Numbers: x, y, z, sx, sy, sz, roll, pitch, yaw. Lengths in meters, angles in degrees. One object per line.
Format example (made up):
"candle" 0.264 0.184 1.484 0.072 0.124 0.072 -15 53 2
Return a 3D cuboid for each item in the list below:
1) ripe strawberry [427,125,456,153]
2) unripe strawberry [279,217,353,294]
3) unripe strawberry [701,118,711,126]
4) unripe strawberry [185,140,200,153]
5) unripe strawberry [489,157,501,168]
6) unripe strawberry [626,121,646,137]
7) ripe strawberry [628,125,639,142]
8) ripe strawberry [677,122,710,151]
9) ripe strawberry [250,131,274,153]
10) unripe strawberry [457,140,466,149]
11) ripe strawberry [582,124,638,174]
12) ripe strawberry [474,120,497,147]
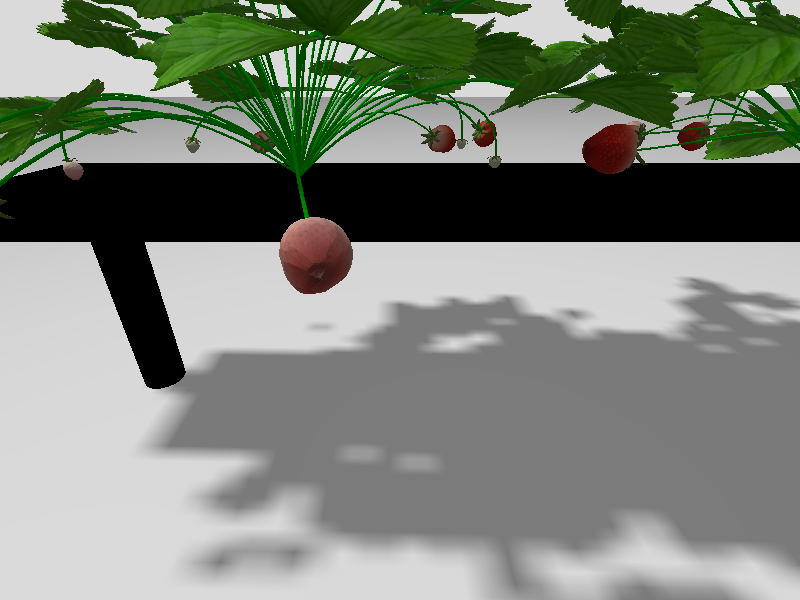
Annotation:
"ripe strawberry" 0.048 -0.177 0.441 0.033 0.028 0.033 -9 27 -43
"unripe strawberry" -0.030 -0.015 0.145 0.027 0.028 0.029 -7 30 -12
"unripe strawberry" 0.413 -0.239 0.540 0.011 0.011 0.011 5 29 10
"unripe strawberry" -0.236 -0.175 0.455 0.015 0.015 0.014 43 45 21
"unripe strawberry" 0.079 -0.115 0.334 0.010 0.010 0.009 0 28 1
"unripe strawberry" 0.292 -0.211 0.505 0.031 0.028 0.028 -10 29 -18
"ripe strawberry" 0.251 -0.179 0.445 0.025 0.028 0.027 -23 20 -36
"ripe strawberry" 0.343 -0.193 0.471 0.030 0.032 0.033 -4 28 -7
"ripe strawberry" -0.152 -0.175 0.443 0.026 0.023 0.026 -15 31 -25
"unripe strawberry" 0.067 -0.169 0.434 0.010 0.010 0.009 -19 34 -32
"ripe strawberry" 0.180 -0.130 0.346 0.042 0.041 0.039 2 28 5
"ripe strawberry" 0.104 -0.199 0.482 0.029 0.030 0.026 0 21 -45
